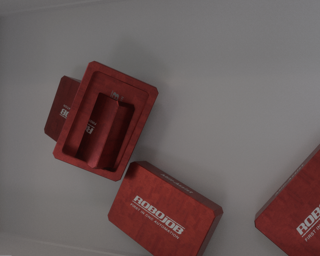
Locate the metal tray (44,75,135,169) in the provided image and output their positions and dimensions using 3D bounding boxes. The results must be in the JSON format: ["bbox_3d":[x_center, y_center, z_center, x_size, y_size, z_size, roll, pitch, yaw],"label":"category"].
[{"bbox_3d":[-0.101,-0.011,0.421,0.130,0.030,0.089,26,99,37],"label":"metal tray"}]

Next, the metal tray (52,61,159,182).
[{"bbox_3d":[-0.068,-0.008,0.393,0.090,0.030,0.129,23,98,-7],"label":"metal tray"}]

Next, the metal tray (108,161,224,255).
[{"bbox_3d":[0.003,0.110,0.395,0.130,0.030,0.090,28,99,28],"label":"metal tray"}]

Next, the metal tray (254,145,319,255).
[{"bbox_3d":[0.182,0.088,0.344,0.090,0.030,0.130,40,102,15],"label":"metal tray"}]
